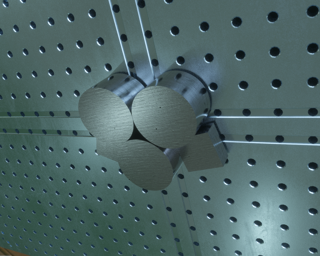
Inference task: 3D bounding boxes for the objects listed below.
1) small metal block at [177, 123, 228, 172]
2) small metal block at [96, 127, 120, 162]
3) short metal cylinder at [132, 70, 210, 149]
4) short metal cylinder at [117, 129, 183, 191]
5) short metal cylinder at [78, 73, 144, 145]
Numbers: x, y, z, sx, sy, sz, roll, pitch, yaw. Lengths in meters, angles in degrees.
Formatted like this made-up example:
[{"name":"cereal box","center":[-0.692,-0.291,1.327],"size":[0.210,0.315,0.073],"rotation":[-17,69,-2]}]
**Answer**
[{"name":"small metal block","center":[0.052,0.026,0.395],"size":[0.050,0.025,0.050],"rotation":[-15,111,34]},{"name":"small metal block","center":[-0.065,0.020,0.453],"size":[0.050,0.025,0.050],"rotation":[19,126,17]},{"name":"short metal cylinder","center":[0.014,-0.022,0.369],"size":[0.080,0.050,0.079],"rotation":[13,124,21]},{"name":"short metal cylinder","center":[-0.010,0.037,0.419],"size":[0.080,0.050,0.079],"rotation":[13,124,21]},{"name":"short metal cylinder","center":[-0.058,-0.025,0.405],"size":[0.080,0.050,0.079],"rotation":[13,124,21]}]
